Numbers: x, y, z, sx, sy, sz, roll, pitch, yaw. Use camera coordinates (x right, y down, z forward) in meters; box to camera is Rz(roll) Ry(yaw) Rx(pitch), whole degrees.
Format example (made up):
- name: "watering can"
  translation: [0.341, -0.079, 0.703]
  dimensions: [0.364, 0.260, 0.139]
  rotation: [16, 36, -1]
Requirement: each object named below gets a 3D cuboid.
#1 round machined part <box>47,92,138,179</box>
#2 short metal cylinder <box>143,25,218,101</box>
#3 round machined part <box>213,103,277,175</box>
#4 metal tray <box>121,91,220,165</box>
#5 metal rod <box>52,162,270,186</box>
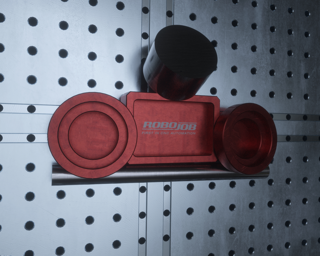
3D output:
- name: "round machined part"
  translation: [-0.078, 0.009, 0.366]
  dimensions: [0.099, 0.042, 0.097]
  rotation: [1, 87, -12]
- name: "short metal cylinder"
  translation: [0.024, -0.081, 0.389]
  dimensions: [0.081, 0.050, 0.080]
  rotation: [9, 61, -16]
- name: "round machined part"
  translation: [0.114, 0.015, 0.436]
  dimensions: [0.099, 0.042, 0.097]
  rotation: [1, 88, -28]
- name: "metal tray"
  translation: [0.015, 0.001, 0.411]
  dimensions: [0.131, 0.030, 0.089]
  rotation: [1, 90, -21]
- name: "metal rod"
  translation: [0.015, 0.059, 0.414]
  dimensions: [0.302, 0.025, 0.025]
  rotation: [2, 90, -20]
